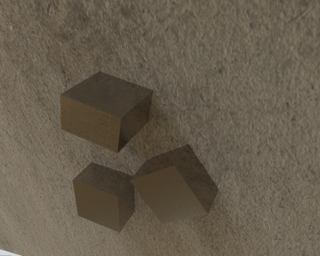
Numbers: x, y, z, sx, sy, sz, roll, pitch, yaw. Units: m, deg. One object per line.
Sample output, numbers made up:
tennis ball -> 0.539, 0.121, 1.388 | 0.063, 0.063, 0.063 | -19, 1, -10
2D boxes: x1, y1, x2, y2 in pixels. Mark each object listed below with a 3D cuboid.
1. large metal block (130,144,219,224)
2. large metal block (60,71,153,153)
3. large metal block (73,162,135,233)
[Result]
large metal block -> 0.020, 0.079, 0.428 | 0.080, 0.050, 0.080 | -25, 105, 36
large metal block -> -0.065, -0.023, 0.390 | 0.080, 0.080, 0.050 | 21, 126, 15
large metal block -> -0.089, 0.112, 0.505 | 0.080, 0.050, 0.079 | 15, 125, 19
